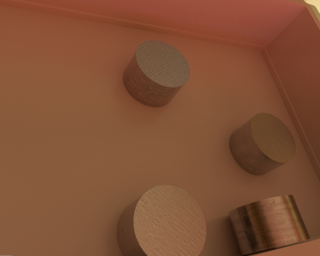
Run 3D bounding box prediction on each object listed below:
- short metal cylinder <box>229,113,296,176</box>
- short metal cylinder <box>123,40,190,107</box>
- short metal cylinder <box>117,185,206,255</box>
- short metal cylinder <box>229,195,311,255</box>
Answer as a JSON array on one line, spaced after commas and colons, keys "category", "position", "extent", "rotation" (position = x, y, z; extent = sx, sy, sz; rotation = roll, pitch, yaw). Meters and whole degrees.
[{"category": "short metal cylinder", "position": [0.151, 0.024, 0.459], "extent": [0.081, 0.050, 0.080], "rotation": [14, 56, -21]}, {"category": "short metal cylinder", "position": [-0.005, -0.076, 0.435], "extent": [0.081, 0.050, 0.080], "rotation": [14, 56, -21]}, {"category": "short metal cylinder", "position": [0.001, 0.107, 0.326], "extent": [0.081, 0.050, 0.080], "rotation": [14, 56, -21]}, {"category": "short metal cylinder", "position": [0.129, 0.117, 0.371], "extent": [0.081, 0.080, 0.050], "rotation": [1, 62, -28]}]
